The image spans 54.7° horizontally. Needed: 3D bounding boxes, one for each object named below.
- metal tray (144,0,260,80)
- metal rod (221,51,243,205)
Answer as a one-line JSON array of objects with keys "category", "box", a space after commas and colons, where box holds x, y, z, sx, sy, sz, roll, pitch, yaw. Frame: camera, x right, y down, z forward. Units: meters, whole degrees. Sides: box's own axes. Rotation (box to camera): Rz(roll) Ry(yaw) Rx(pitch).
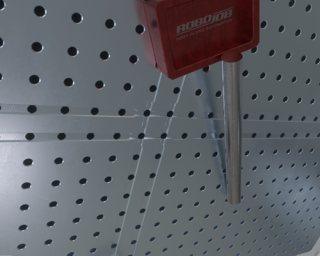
[{"category": "metal tray", "box": [0.054, -0.121, 0.362, 0.131, 0.030, 0.089, -24, 127, -14]}, {"category": "metal rod", "box": [0.110, 0.023, 0.465, 0.025, 0.025, 0.298, -25, 134, -13]}]
